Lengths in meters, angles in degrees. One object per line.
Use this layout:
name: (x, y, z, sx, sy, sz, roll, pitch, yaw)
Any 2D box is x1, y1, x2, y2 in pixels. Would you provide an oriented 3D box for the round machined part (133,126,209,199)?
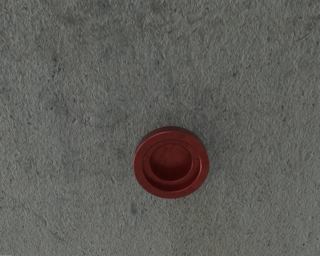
round machined part: (0.014, 0.042, 0.418, 0.099, 0.042, 0.097, 0, 110, -1)
